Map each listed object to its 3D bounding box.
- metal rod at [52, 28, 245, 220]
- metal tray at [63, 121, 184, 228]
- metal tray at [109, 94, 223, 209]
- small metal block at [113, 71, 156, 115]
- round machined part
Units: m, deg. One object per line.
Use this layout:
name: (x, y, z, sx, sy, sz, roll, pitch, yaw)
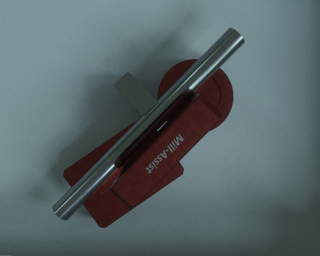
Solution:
metal rod: (-0.016, -0.002, 0.371, 0.025, 0.025, 0.300, 45, 94, -1)
metal tray: (-0.046, 0.056, 0.407, 0.130, 0.030, 0.090, -35, 90, -1)
metal tray: (0.006, 0.020, 0.340, 0.030, 0.090, 0.130, 43, 96, -3)
small metal block: (-0.030, -0.042, 0.397, 0.025, 0.050, 0.050, -45, 91, 0)
round machined part: (0.046, -0.041, 0.402, 0.099, 0.042, 0.097, 0, 90, -1)
